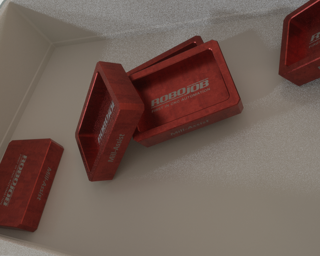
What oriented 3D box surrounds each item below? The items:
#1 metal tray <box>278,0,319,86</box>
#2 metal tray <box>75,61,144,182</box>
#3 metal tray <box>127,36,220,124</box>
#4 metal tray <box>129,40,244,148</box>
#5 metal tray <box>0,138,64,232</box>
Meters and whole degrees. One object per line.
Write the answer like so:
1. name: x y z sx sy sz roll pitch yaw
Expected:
1. metal tray: 0.188 -0.108 0.322 0.130 0.030 0.090 -27 45 59
2. metal tray: -0.070 -0.006 0.392 0.090 0.030 0.129 60 136 38
3. metal tray: 0.014 -0.064 0.432 0.130 0.030 0.090 -26 53 11
4. metal tray: 0.023 -0.040 0.376 0.130 0.030 0.090 -21 67 14
5. metal tray: -0.204 0.081 0.457 0.090 0.030 0.130 -3 60 26
